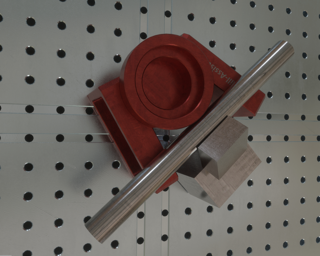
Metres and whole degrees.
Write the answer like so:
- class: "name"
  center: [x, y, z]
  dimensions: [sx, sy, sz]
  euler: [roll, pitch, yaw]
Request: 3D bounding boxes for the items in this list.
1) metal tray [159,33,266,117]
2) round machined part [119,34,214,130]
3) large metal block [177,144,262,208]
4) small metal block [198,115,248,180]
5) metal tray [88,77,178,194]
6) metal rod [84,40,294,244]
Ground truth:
- class: "metal tray"
  center: [0.058, -0.061, 0.400]
  dimensions: [0.130, 0.090, 0.030]
  euler: [33, 80, -18]
- class: "round machined part"
  center: [0.005, -0.047, 0.333]
  dimensions: [0.099, 0.042, 0.097]
  euler: [0, 90, -21]
- class: "large metal block"
  center: [0.069, 0.049, 0.407]
  dimensions: [0.080, 0.080, 0.050]
  euler: [-43, 104, -15]
- class: "small metal block"
  center: [0.070, 0.023, 0.339]
  dimensions: [0.025, 0.050, 0.050]
  euler: [37, 73, 29]
- class: "metal tray"
  center: [-0.035, 0.008, 0.366]
  dimensions: [0.030, 0.090, 0.129]
  euler: [-31, 101, -18]
- class: "metal rod"
  center: [0.044, 0.003, 0.334]
  dimensions: [0.301, 0.025, 0.025]
  euler: [-42, 104, -15]
